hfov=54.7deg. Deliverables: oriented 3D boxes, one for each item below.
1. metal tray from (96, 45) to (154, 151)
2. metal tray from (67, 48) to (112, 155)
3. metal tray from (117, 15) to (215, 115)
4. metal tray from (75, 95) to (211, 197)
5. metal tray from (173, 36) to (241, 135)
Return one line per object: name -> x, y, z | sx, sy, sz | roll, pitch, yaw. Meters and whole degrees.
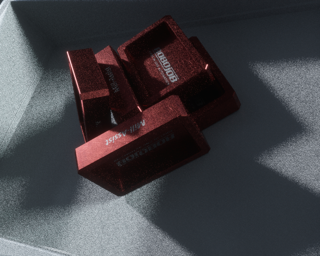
metal tray -> -0.038, -0.037, 0.402 | 0.030, 0.090, 0.130 | -32, 52, 7
metal tray -> -0.087, -0.023, 0.396 | 0.030, 0.129, 0.090 | -13, 50, -17
metal tray -> 0.003, -0.085, 0.411 | 0.090, 0.030, 0.130 | -32, 51, 7
metal tray -> -0.017, 0.026, 0.354 | 0.130, 0.090, 0.030 | -29, 52, 10
metal tray -> 0.037, -0.057, 0.416 | 0.090, 0.030, 0.130 | -31, 51, 10
